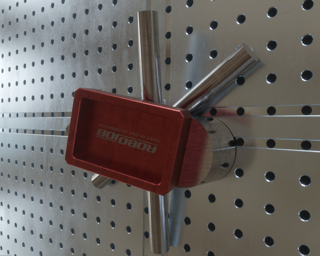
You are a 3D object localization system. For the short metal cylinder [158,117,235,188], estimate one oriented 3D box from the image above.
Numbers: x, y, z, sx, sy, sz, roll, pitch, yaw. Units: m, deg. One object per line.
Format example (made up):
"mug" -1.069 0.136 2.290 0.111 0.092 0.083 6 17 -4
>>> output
"short metal cylinder" 0.039 0.026 0.358 0.080 0.050 0.079 0 90 39

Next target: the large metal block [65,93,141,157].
"large metal block" -0.068 -0.001 0.426 0.080 0.081 0.050 -41 65 32

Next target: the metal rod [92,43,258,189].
"metal rod" 0.000 0.002 0.408 0.299 0.025 0.025 -41 66 32

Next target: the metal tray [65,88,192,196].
"metal tray" -0.038 0.011 0.344 0.130 0.030 0.089 14 99 20

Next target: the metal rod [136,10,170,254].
"metal rod" -0.007 0.013 0.384 0.025 0.025 0.298 5 102 39
